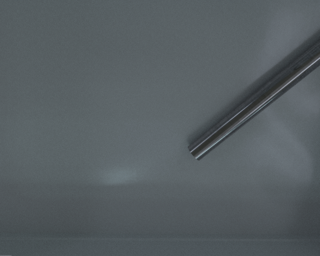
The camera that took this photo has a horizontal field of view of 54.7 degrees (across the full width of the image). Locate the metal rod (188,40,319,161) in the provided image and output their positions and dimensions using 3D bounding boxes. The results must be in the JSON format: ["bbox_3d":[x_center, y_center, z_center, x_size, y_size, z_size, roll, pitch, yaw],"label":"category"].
[{"bbox_3d":[0.157,-0.060,0.391,0.300,0.025,0.025,-40,106,13],"label":"metal rod"}]
